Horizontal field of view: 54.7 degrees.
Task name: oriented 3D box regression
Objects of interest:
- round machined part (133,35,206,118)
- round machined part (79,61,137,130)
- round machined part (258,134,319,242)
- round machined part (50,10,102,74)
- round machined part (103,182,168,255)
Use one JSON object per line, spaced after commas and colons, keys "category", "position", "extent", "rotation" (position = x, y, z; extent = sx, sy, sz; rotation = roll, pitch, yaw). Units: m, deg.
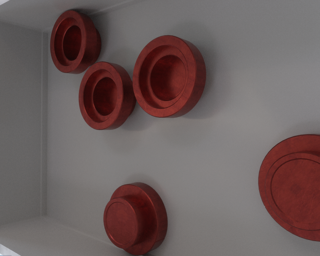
{"category": "round machined part", "position": [0.015, -0.061, 0.383], "extent": [0.098, 0.042, 0.097], "rotation": [0, 90, 40]}
{"category": "round machined part", "position": [-0.073, -0.046, 0.456], "extent": [0.098, 0.042, 0.097], "rotation": [0, 90, 40]}
{"category": "round machined part", "position": [0.137, 0.054, 0.283], "extent": [0.098, 0.042, 0.097], "rotation": [0, 90, 40]}
{"category": "round machined part", "position": [-0.134, -0.137, 0.505], "extent": [0.098, 0.042, 0.097], "rotation": [2, 93, 39]}
{"category": "round machined part", "position": [-0.041, 0.127, 0.429], "extent": [0.098, 0.042, 0.097], "rotation": [0, 90, 40]}
